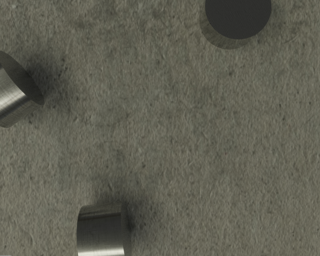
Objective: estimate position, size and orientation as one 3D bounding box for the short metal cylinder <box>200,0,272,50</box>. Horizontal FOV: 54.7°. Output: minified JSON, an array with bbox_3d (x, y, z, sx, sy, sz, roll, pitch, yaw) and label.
[{"bbox_3d":[0.094,-0.147,0.399,0.081,0.050,0.079,0,90,-1],"label":"short metal cylinder"}]

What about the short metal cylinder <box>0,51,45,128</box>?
[{"bbox_3d":[-0.190,-0.047,0.380,0.050,0.080,0.080,-35,90,0],"label":"short metal cylinder"}]

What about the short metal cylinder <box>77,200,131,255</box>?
[{"bbox_3d":[-0.066,0.133,0.382,0.050,0.080,0.080,-7,90,0],"label":"short metal cylinder"}]
